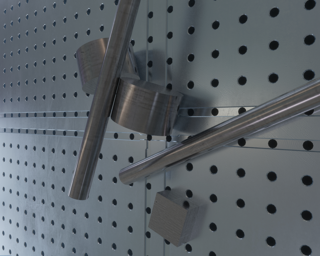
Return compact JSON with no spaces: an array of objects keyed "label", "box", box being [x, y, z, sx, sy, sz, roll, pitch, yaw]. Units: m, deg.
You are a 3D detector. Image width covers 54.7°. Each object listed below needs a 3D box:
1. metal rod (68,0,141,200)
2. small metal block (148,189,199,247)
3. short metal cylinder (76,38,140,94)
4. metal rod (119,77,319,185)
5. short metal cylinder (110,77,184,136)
[{"label":"metal rod","box":[-0.063,-0.058,0.378,0.025,0.025,0.298,19,95,38]},{"label":"small metal block","box":[0.017,0.114,0.396,0.050,0.025,0.050,22,104,37]},{"label":"short metal cylinder","box":[-0.073,-0.084,0.433,0.080,0.081,0.050,-21,77,38]},{"label":"metal rod","box":[0.057,0.014,0.362,0.299,0.025,0.025,-28,73,36]},{"label":"short metal cylinder","box":[-0.016,-0.028,0.387,0.080,0.081,0.050,27,107,37]}]
